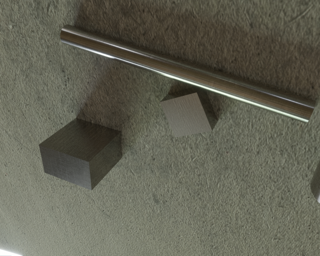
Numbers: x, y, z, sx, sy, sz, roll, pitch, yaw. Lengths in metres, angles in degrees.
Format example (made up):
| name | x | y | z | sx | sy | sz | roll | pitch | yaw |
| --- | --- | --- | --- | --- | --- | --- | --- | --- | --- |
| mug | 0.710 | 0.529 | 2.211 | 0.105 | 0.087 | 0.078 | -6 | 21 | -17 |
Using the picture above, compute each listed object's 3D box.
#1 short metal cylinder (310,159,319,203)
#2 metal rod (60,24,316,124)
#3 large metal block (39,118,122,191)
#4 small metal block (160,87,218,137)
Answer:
| name | x | y | z | sx | sy | sz | roll | pitch | yaw |
| --- | --- | --- | --- | --- | --- | --- | --- | --- | --- |
| short metal cylinder | 0.195 | 0.048 | 0.298 | 0.080 | 0.080 | 0.050 | 16 | 125 | 19 |
| metal rod | 0.018 | -0.068 | 0.354 | 0.301 | 0.025 | 0.025 | 21 | 126 | 15 |
| large metal block | -0.111 | 0.034 | 0.449 | 0.080 | 0.080 | 0.050 | 16 | 125 | 19 |
| small metal block | 0.035 | -0.020 | 0.375 | 0.050 | 0.025 | 0.050 | -12 | 113 | 33 |
